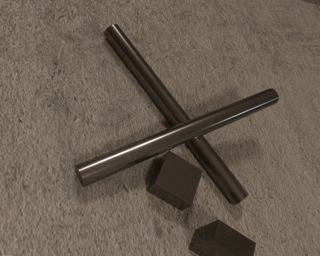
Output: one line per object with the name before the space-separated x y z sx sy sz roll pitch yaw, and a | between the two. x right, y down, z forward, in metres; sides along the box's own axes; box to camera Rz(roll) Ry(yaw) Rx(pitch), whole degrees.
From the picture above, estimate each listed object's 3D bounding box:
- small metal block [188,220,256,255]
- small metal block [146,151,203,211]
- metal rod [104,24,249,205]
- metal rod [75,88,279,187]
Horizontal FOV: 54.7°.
small metal block | 0.069 0.132 0.346 0.050 0.050 0.025 34 51 -7
small metal block | 0.018 0.064 0.376 0.050 0.025 0.050 32 51 -8
metal rod | 0.017 -0.025 0.429 0.025 0.025 0.299 -30 78 -38
metal rod | 0.041 0.002 0.395 0.302 0.025 0.025 -21 73 -26
